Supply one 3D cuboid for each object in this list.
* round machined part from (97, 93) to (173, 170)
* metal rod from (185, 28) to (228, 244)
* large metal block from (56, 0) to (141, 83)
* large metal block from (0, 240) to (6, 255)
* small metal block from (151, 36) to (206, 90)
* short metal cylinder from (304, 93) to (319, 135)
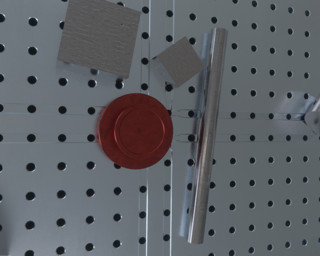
[{"bbox_3d":[-0.028,0.004,0.393,0.099,0.042,0.097,0,90,-20],"label":"round machined part"},{"bbox_3d":[0.066,0.009,0.436,0.025,0.025,0.298,8,87,-20],"label":"metal rod"},{"bbox_3d":[-0.075,-0.105,0.371,0.081,0.050,0.080,11,86,-20],"label":"large metal block"},{"bbox_3d":[-0.198,0.123,0.310,0.050,0.080,0.080,-20,97,-19],"label":"large metal block"},{"bbox_3d":[0.025,-0.088,0.422,0.050,0.025,0.050,-38,102,-16],"label":"small metal block"},{"bbox_3d":[0.279,-0.020,0.486,0.080,0.080,0.050,41,77,-16],"label":"short metal cylinder"}]
